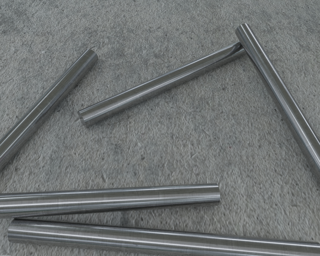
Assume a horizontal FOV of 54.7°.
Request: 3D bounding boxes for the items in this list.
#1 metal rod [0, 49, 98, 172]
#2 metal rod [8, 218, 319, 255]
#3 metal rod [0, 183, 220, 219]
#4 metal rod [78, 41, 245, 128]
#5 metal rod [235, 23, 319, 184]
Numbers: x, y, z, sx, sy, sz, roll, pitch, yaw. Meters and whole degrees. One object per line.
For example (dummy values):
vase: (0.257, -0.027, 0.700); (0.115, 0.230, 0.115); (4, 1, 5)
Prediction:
metal rod: (-0.168, -0.011, 0.409); (0.025, 0.025, 0.301); (18, 52, 14)
metal rod: (0.003, 0.113, 0.307); (0.302, 0.025, 0.025); (4, 50, 3)
metal rod: (-0.087, 0.077, 0.320); (0.302, 0.025, 0.025); (-1, 50, -8)
metal rod: (0.022, -0.075, 0.466); (0.302, 0.025, 0.025); (-27, 55, -22)
metal rod: (0.168, -0.039, 0.420); (0.025, 0.025, 0.299); (-10, 56, -9)
